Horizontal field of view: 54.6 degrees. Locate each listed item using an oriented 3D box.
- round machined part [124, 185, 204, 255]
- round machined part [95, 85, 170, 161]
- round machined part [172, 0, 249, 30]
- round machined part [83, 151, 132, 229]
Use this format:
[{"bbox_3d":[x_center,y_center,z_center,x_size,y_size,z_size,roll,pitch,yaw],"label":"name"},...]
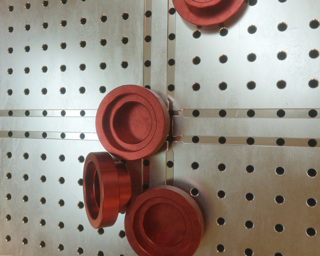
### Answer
[{"bbox_3d":[0.007,0.121,0.399,0.098,0.042,0.097,1,92,16],"label":"round machined part"},{"bbox_3d":[-0.033,-0.007,0.416,0.098,0.042,0.097,0,90,20],"label":"round machined part"},{"bbox_3d":[0.060,-0.175,0.383,0.098,0.042,0.097,0,90,20],"label":"round machined part"},{"bbox_3d":[-0.069,0.080,0.411,0.098,0.042,0.097,3,94,62],"label":"round machined part"}]
